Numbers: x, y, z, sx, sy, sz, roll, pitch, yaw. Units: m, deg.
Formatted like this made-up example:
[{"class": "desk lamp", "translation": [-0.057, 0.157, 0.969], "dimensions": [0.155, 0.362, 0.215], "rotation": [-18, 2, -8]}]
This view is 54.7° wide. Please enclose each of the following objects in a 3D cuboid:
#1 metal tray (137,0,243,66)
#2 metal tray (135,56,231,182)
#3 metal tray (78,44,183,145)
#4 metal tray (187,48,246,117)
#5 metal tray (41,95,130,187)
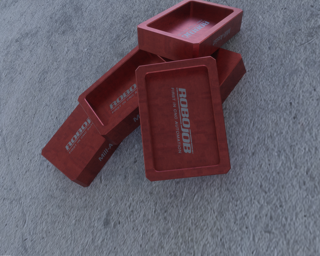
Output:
[{"class": "metal tray", "translation": [0.043, -0.134, 0.417], "dimensions": [0.090, 0.030, 0.131], "rotation": [25, 47, 26]}, {"class": "metal tray", "translation": [0.025, -0.009, 0.350], "dimensions": [0.090, 0.030, 0.129], "rotation": [-7, 82, 5]}, {"class": "metal tray", "translation": [-0.038, -0.051, 0.413], "dimensions": [0.130, 0.030, 0.090], "rotation": [-41, 51, -1]}, {"class": "metal tray", "translation": [0.038, -0.075, 0.427], "dimensions": [0.130, 0.030, 0.090], "rotation": [30, 78, 37]}, {"class": "metal tray", "translation": [-0.100, 0.008, 0.447], "dimensions": [0.090, 0.030, 0.130], "rotation": [27, 76, 37]}]
